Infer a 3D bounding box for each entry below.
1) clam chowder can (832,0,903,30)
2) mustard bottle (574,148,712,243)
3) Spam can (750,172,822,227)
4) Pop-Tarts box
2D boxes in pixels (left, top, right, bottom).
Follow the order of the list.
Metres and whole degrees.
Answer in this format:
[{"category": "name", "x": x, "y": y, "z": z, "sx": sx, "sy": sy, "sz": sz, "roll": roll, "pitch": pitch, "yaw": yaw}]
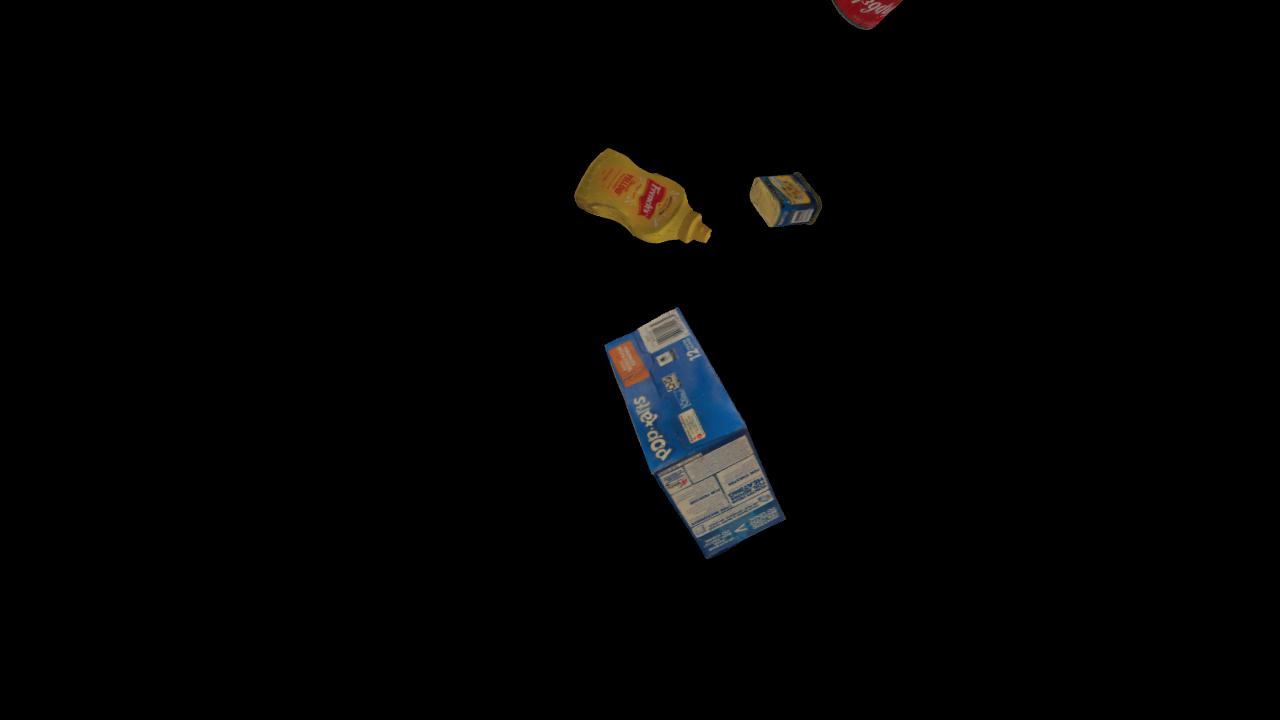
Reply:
[{"category": "clam chowder can", "x": 0.235, "y": -0.370, "z": 0.567, "sx": 0.068, "sy": 0.068, "sz": 0.102, "roll": 0, "pitch": -14, "yaw": -27}, {"category": "mustard bottle", "x": 0.012, "y": -0.203, "z": 0.810, "sx": 0.184, "sy": 0.092, "sz": 0.054, "roll": 30, "pitch": -18, "yaw": 12}, {"category": "Spam can", "x": 0.252, "y": -0.280, "z": 1.078, "sx": 0.085, "sy": 0.101, "sz": 0.058, "roll": -10, "pitch": -37, "yaw": -21}, {"category": "Pop-Tarts box", "x": 0.047, "y": 0.063, "z": 0.555, "sx": 0.083, "sy": 0.141, "sz": 0.167, "roll": -26, "pitch": 41, "yaw": 3}]
